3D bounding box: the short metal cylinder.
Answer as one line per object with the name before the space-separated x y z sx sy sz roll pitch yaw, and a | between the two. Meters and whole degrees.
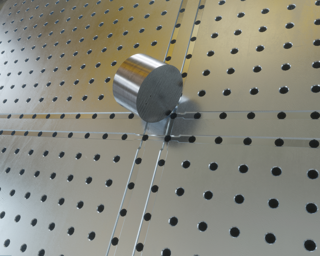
short metal cylinder | -0.016 -0.053 0.415 0.050 0.080 0.080 32 80 38
